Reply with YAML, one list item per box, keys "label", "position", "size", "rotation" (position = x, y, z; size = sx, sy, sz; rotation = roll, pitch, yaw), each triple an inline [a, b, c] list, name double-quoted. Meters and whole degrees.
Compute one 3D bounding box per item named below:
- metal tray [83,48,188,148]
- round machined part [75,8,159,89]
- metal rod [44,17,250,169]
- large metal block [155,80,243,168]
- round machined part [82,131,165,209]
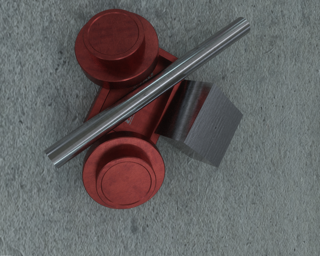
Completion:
- label: "metal tray"
  position: [-0.029, -0.043, 0.397]
  size: [0.090, 0.030, 0.130]
  rotation: [26, 81, -18]
- label: "round machined part"
  position: [-0.051, -0.098, 0.361]
  size: [0.099, 0.042, 0.098]
  rotation: [0, 71, 1]
- label: "metal rod"
  position: [-0.002, -0.052, 0.378]
  size: [0.301, 0.025, 0.025]
  rotation: [-37, 102, -16]
- label: "large metal block"
  position: [0.053, -0.005, 0.402]
  size: [0.080, 0.050, 0.080]
  rotation: [36, 77, -41]
- label: "round machined part"
  position: [-0.041, 0.056, 0.368]
  size: [0.099, 0.042, 0.097]
  rotation: [-4, 111, -11]
